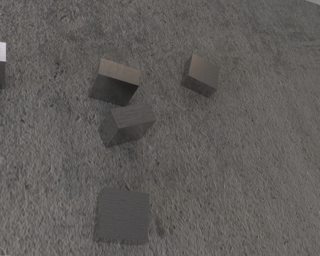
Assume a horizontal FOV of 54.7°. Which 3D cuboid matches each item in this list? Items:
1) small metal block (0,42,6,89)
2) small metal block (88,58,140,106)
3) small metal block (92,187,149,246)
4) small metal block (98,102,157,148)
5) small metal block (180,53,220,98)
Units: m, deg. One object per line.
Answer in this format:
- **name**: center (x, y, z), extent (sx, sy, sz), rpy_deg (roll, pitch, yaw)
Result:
- **small metal block**: center (-0.191, -0.067, 0.325), extent (0.050, 0.050, 0.025), rpy_deg (1, 62, -28)
- **small metal block**: center (-0.058, -0.056, 0.390), extent (0.050, 0.050, 0.025), rpy_deg (14, 56, -20)
- **small metal block**: center (-0.040, 0.093, 0.325), extent (0.050, 0.025, 0.050), rpy_deg (14, 56, -21)
- **small metal block**: center (-0.039, -0.003, 0.368), extent (0.050, 0.050, 0.025), rpy_deg (-14, 69, -34)
- **small metal block**: center (0.064, -0.082, 0.488), extent (0.050, 0.025, 0.050), rpy_deg (24, 53, -14)
